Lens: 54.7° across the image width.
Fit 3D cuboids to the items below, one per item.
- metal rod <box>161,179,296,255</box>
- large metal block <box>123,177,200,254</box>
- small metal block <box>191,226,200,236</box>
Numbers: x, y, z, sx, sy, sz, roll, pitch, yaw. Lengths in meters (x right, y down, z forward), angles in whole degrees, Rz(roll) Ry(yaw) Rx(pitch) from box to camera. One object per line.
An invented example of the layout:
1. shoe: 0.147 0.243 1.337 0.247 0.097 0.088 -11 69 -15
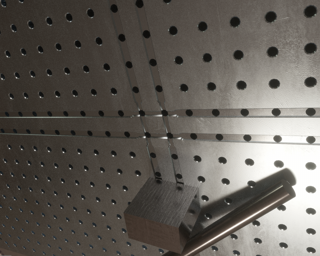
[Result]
1. metal rod: 0.063 0.162 0.450 0.025 0.025 0.299 44 120 -3
2. large metal block: 0.006 0.122 0.447 0.080 0.080 0.050 8 122 23
3. small metal block: 0.034 0.173 0.499 0.050 0.025 0.050 42 129 -1
